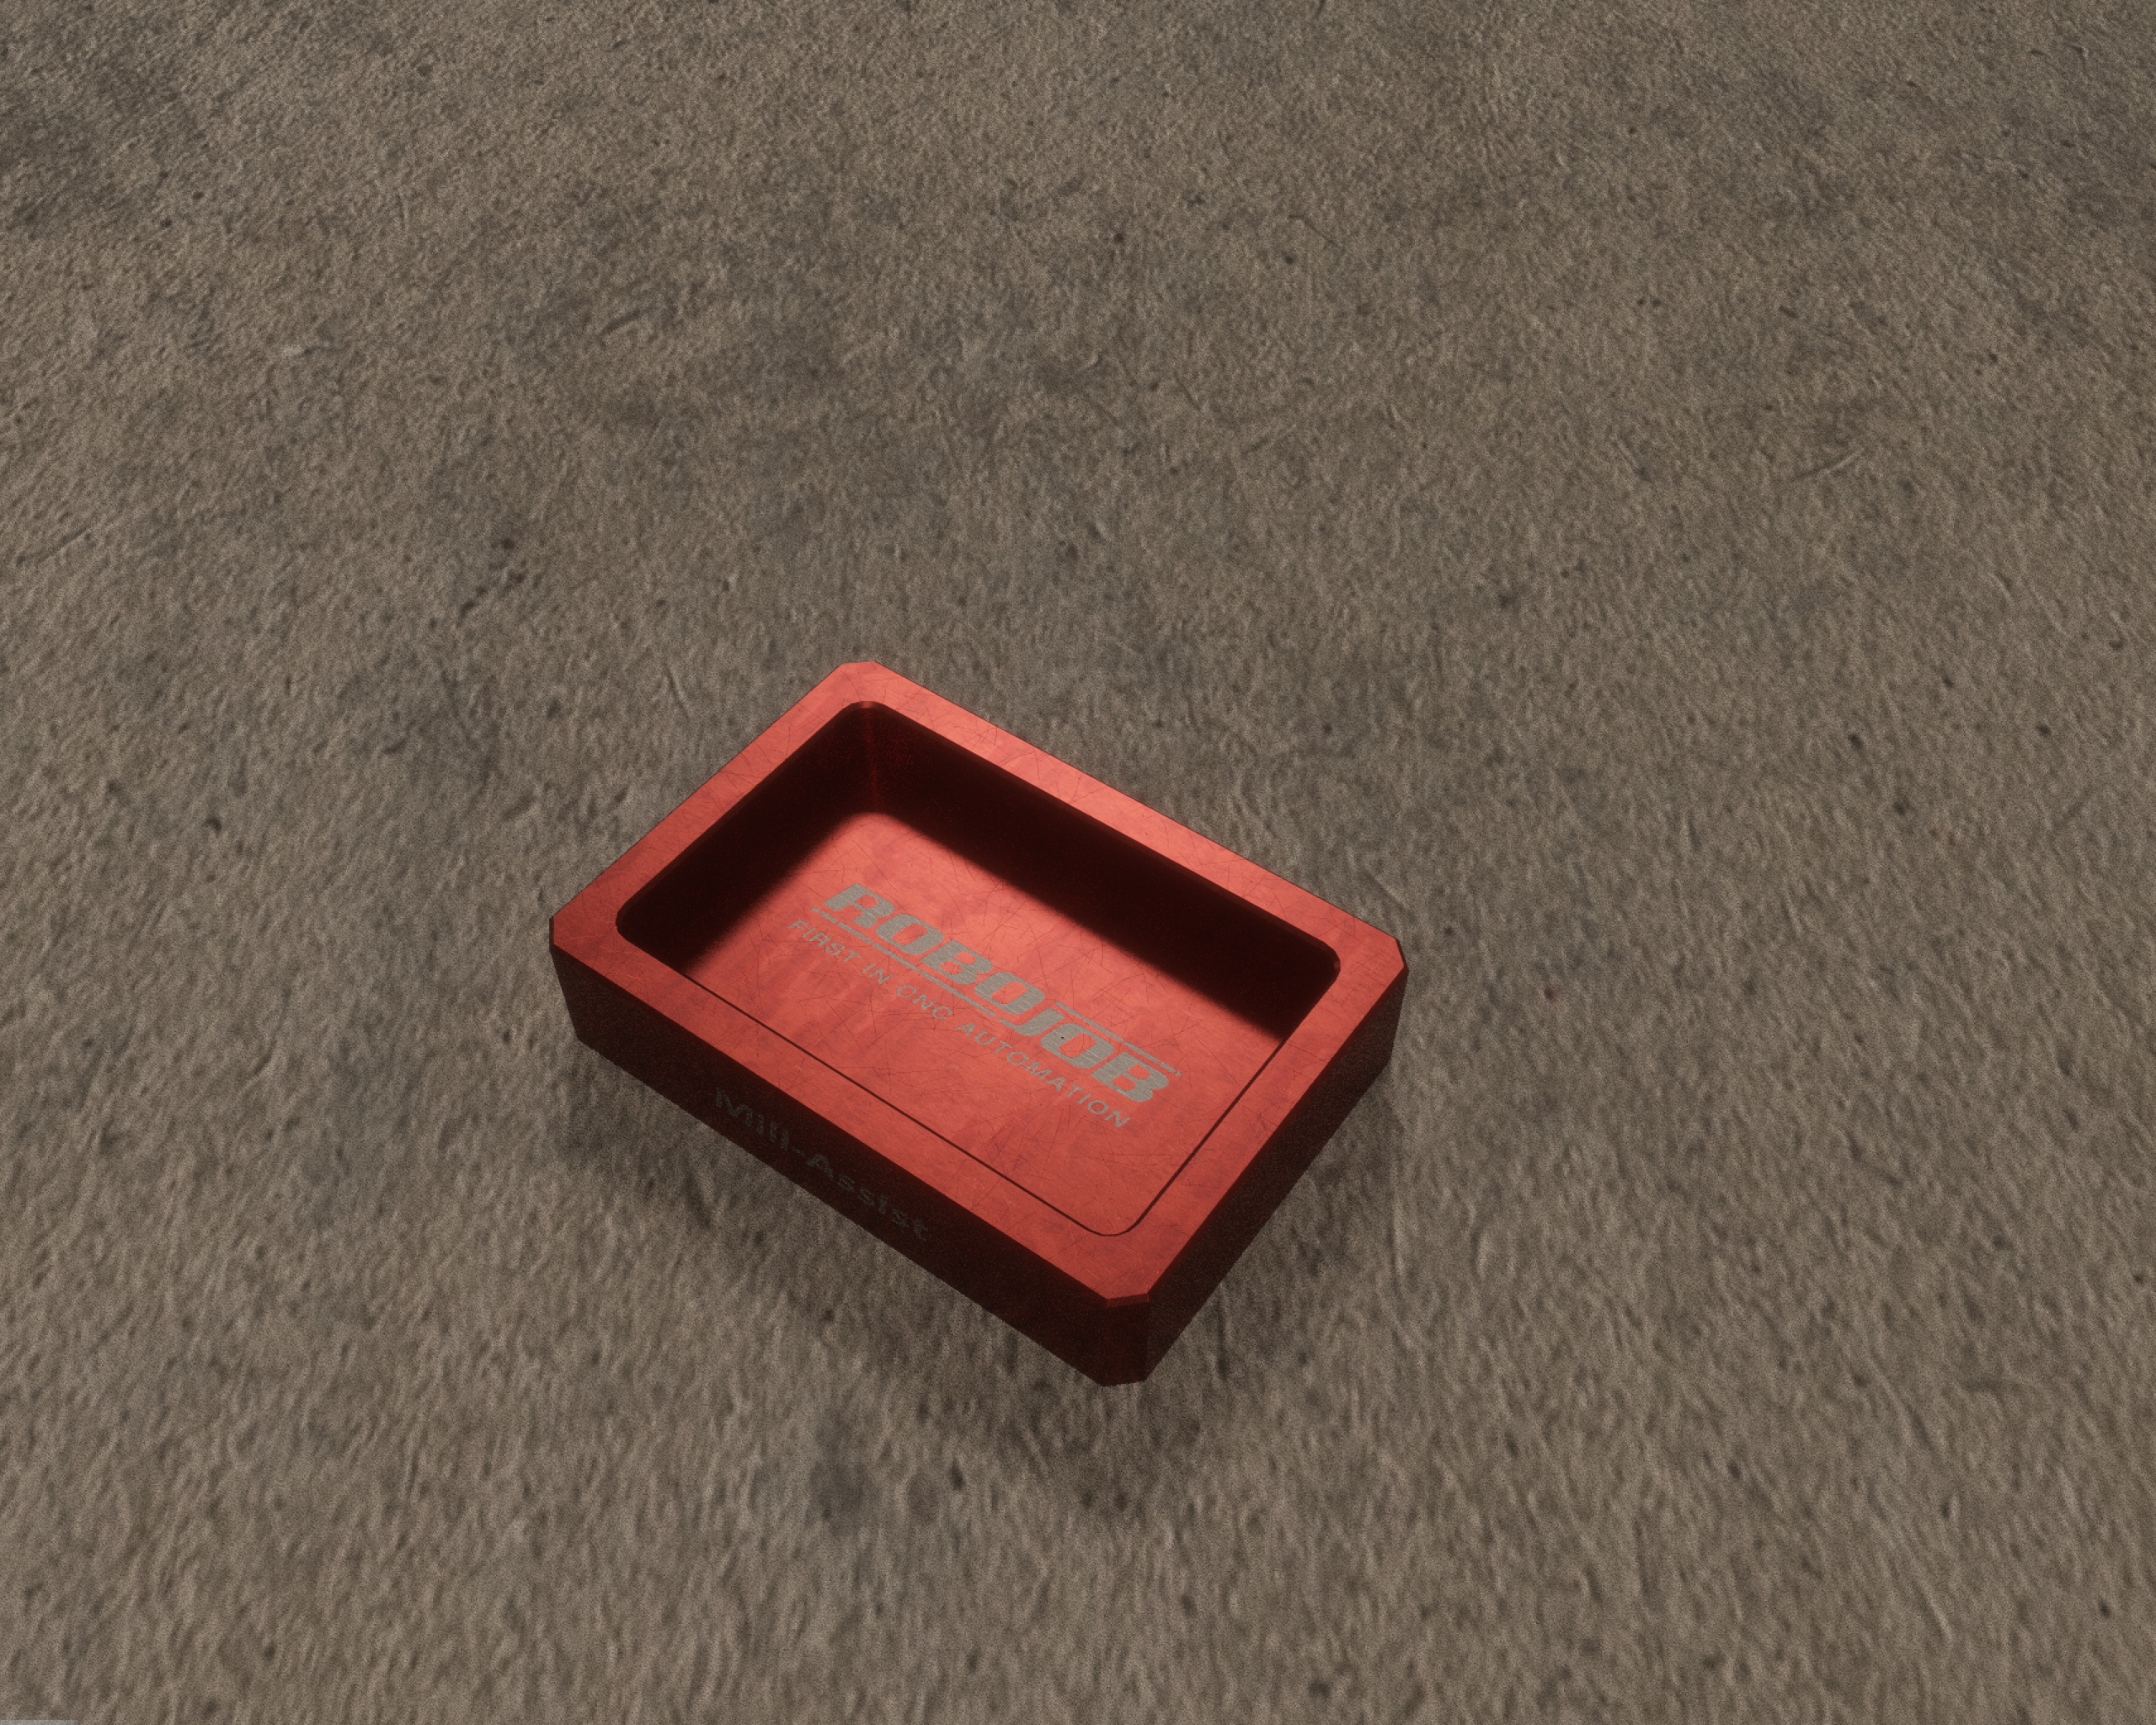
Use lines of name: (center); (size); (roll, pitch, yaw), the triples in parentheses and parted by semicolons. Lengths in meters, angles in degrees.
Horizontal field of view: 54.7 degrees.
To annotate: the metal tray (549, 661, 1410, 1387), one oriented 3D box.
metal tray: (-0.018, 0.023, 0.381); (0.130, 0.030, 0.090); (29, 55, 22)
